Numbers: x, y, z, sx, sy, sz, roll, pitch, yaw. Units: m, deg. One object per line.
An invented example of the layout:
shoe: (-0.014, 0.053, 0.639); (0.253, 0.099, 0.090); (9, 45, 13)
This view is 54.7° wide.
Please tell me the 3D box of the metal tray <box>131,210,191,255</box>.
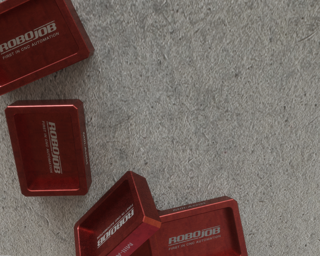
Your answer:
metal tray: (-0.007, 0.192, 0.478); (0.090, 0.030, 0.129); (21, 109, -8)

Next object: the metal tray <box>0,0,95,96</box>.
metal tray: (-0.157, -0.104, 0.367); (0.130, 0.030, 0.090); (-22, 109, 7)

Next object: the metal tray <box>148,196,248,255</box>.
metal tray: (0.050, 0.154, 0.432); (0.131, 0.030, 0.089); (-10, 88, -11)

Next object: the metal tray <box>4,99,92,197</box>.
metal tray: (-0.145, 0.028, 0.415); (0.091, 0.030, 0.129); (-1, 110, 0)

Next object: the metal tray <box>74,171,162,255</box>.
metal tray: (-0.063, 0.133, 0.420); (0.130, 0.090, 0.030); (-46, 126, 14)
